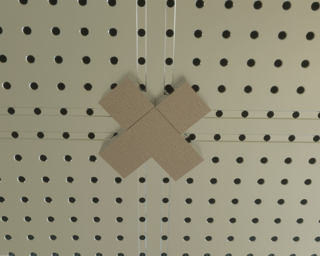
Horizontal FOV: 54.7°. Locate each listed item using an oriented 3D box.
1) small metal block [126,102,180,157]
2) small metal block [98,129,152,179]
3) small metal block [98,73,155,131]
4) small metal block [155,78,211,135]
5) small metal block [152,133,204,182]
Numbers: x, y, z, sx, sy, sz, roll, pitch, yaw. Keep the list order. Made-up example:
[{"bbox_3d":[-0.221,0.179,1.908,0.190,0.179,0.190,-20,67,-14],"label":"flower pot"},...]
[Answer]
[{"bbox_3d":[-0.009,0.002,0.413,0.050,0.025,0.050,-39,106,13],"label":"small metal block"},{"bbox_3d":[-0.047,0.033,0.425,0.050,0.025,0.050,-39,106,13],"label":"small metal block"},{"bbox_3d":[-0.042,-0.034,0.400,0.050,0.025,0.050,-39,106,13],"label":"small metal block"},{"bbox_3d":[0.030,-0.029,0.403,0.050,0.025,0.050,-39,106,13],"label":"small metal block"},{"bbox_3d":[0.024,0.037,0.427,0.050,0.025,0.050,-39,106,13],"label":"small metal block"}]
